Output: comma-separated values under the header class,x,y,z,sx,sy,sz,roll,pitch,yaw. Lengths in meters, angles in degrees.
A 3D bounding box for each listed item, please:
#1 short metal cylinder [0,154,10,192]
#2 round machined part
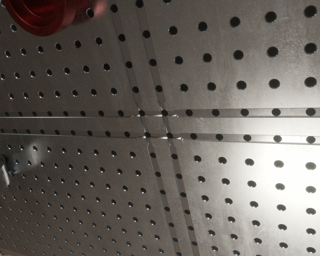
class,x,y,z,sx,sy,sz,roll,pitch,yaw
short metal cylinder,-0.344,0.091,0.610,0.080,0.080,0.050,16,125,19
round machined part,-0.140,-0.164,0.371,0.098,0.042,0.097,13,124,20
